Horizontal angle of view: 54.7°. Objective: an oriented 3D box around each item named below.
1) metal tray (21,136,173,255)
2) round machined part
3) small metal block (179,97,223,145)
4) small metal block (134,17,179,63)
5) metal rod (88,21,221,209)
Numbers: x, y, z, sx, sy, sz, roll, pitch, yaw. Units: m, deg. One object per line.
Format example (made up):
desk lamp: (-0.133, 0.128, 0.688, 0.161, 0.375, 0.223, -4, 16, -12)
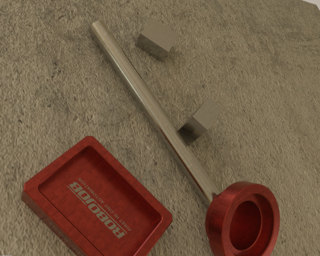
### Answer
metal tray: (-0.061, 0.081, 0.318, 0.130, 0.030, 0.090, 45, 51, 2)
round machined part: (0.092, 0.110, 0.359, 0.099, 0.042, 0.097, -1, 91, -35)
small metal block: (0.053, -0.008, 0.423, 0.025, 0.050, 0.050, 43, 51, 0)
small metal block: (-0.004, -0.139, 0.488, 0.050, 0.025, 0.050, 32, 51, -8)
metal rod: (-0.009, -0.023, 0.414, 0.025, 0.025, 0.299, -25, 76, -37)
